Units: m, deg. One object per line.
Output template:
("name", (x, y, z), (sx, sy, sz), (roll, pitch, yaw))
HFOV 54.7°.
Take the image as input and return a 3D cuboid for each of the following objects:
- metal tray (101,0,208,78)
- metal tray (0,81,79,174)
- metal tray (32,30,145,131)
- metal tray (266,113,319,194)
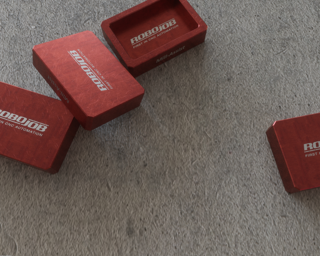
("metal tray", (-0.008, -0.142, 0.456), (0.131, 0.030, 0.090), (-30, 73, -11))
("metal tray", (-0.180, -0.003, 0.405), (0.131, 0.030, 0.090), (18, 71, 6))
("metal tray", (-0.095, -0.068, 0.412), (0.091, 0.030, 0.130), (-31, 72, -34))
("metal tray", (0.215, 0.026, 0.397), (0.131, 0.030, 0.090), (-11, 70, -4))
